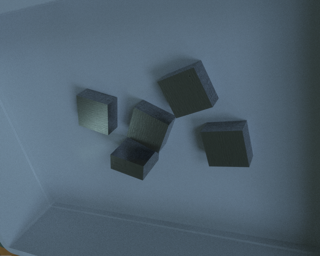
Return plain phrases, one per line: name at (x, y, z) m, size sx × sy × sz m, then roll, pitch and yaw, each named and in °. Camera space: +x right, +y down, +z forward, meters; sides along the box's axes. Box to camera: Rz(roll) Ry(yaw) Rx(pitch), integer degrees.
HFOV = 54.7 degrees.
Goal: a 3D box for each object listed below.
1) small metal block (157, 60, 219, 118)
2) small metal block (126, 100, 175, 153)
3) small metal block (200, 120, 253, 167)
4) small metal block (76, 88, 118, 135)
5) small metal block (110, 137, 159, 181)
small metal block at (0.033, -0.044, 0.364) m, size 0.050 × 0.025 × 0.050 m, roll -17°, pitch 110°, yaw 34°
small metal block at (-0.012, -0.002, 0.414) m, size 0.050 × 0.025 × 0.050 m, roll 27°, pitch 128°, yaw 11°
small metal block at (0.082, 0.020, 0.377) m, size 0.050 × 0.025 × 0.050 m, roll -3°, pitch 117°, yaw 29°
small metal block at (-0.089, -0.023, 0.441) m, size 0.050 × 0.025 × 0.050 m, roll 17°, pitch 125°, yaw 18°
small metal block at (-0.035, 0.041, 0.436) m, size 0.050 × 0.050 × 0.025 m, roll 17°, pitch 125°, yaw 18°
